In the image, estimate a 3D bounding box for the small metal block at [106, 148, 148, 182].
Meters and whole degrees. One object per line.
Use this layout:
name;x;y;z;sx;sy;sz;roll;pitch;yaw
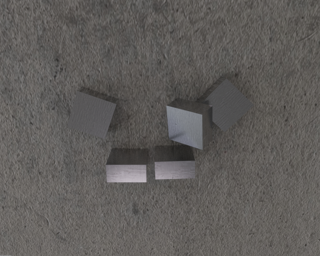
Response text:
small metal block;-0.042;0.049;0.414;0.050;0.050;0.025;0;110;0

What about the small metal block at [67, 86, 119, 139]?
small metal block;-0.086;-0.020;0.401;0.050;0.025;0.050;19;109;-7

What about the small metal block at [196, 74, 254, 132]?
small metal block;0.082;-0.032;0.399;0.050;0.025;0.050;41;105;-14

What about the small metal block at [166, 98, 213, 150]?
small metal block;0.038;-0.006;0.390;0.050;0.025;0.050;17;128;32

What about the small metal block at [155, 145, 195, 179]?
small metal block;0.019;0.044;0.413;0.050;0.050;0.025;-2;110;0
